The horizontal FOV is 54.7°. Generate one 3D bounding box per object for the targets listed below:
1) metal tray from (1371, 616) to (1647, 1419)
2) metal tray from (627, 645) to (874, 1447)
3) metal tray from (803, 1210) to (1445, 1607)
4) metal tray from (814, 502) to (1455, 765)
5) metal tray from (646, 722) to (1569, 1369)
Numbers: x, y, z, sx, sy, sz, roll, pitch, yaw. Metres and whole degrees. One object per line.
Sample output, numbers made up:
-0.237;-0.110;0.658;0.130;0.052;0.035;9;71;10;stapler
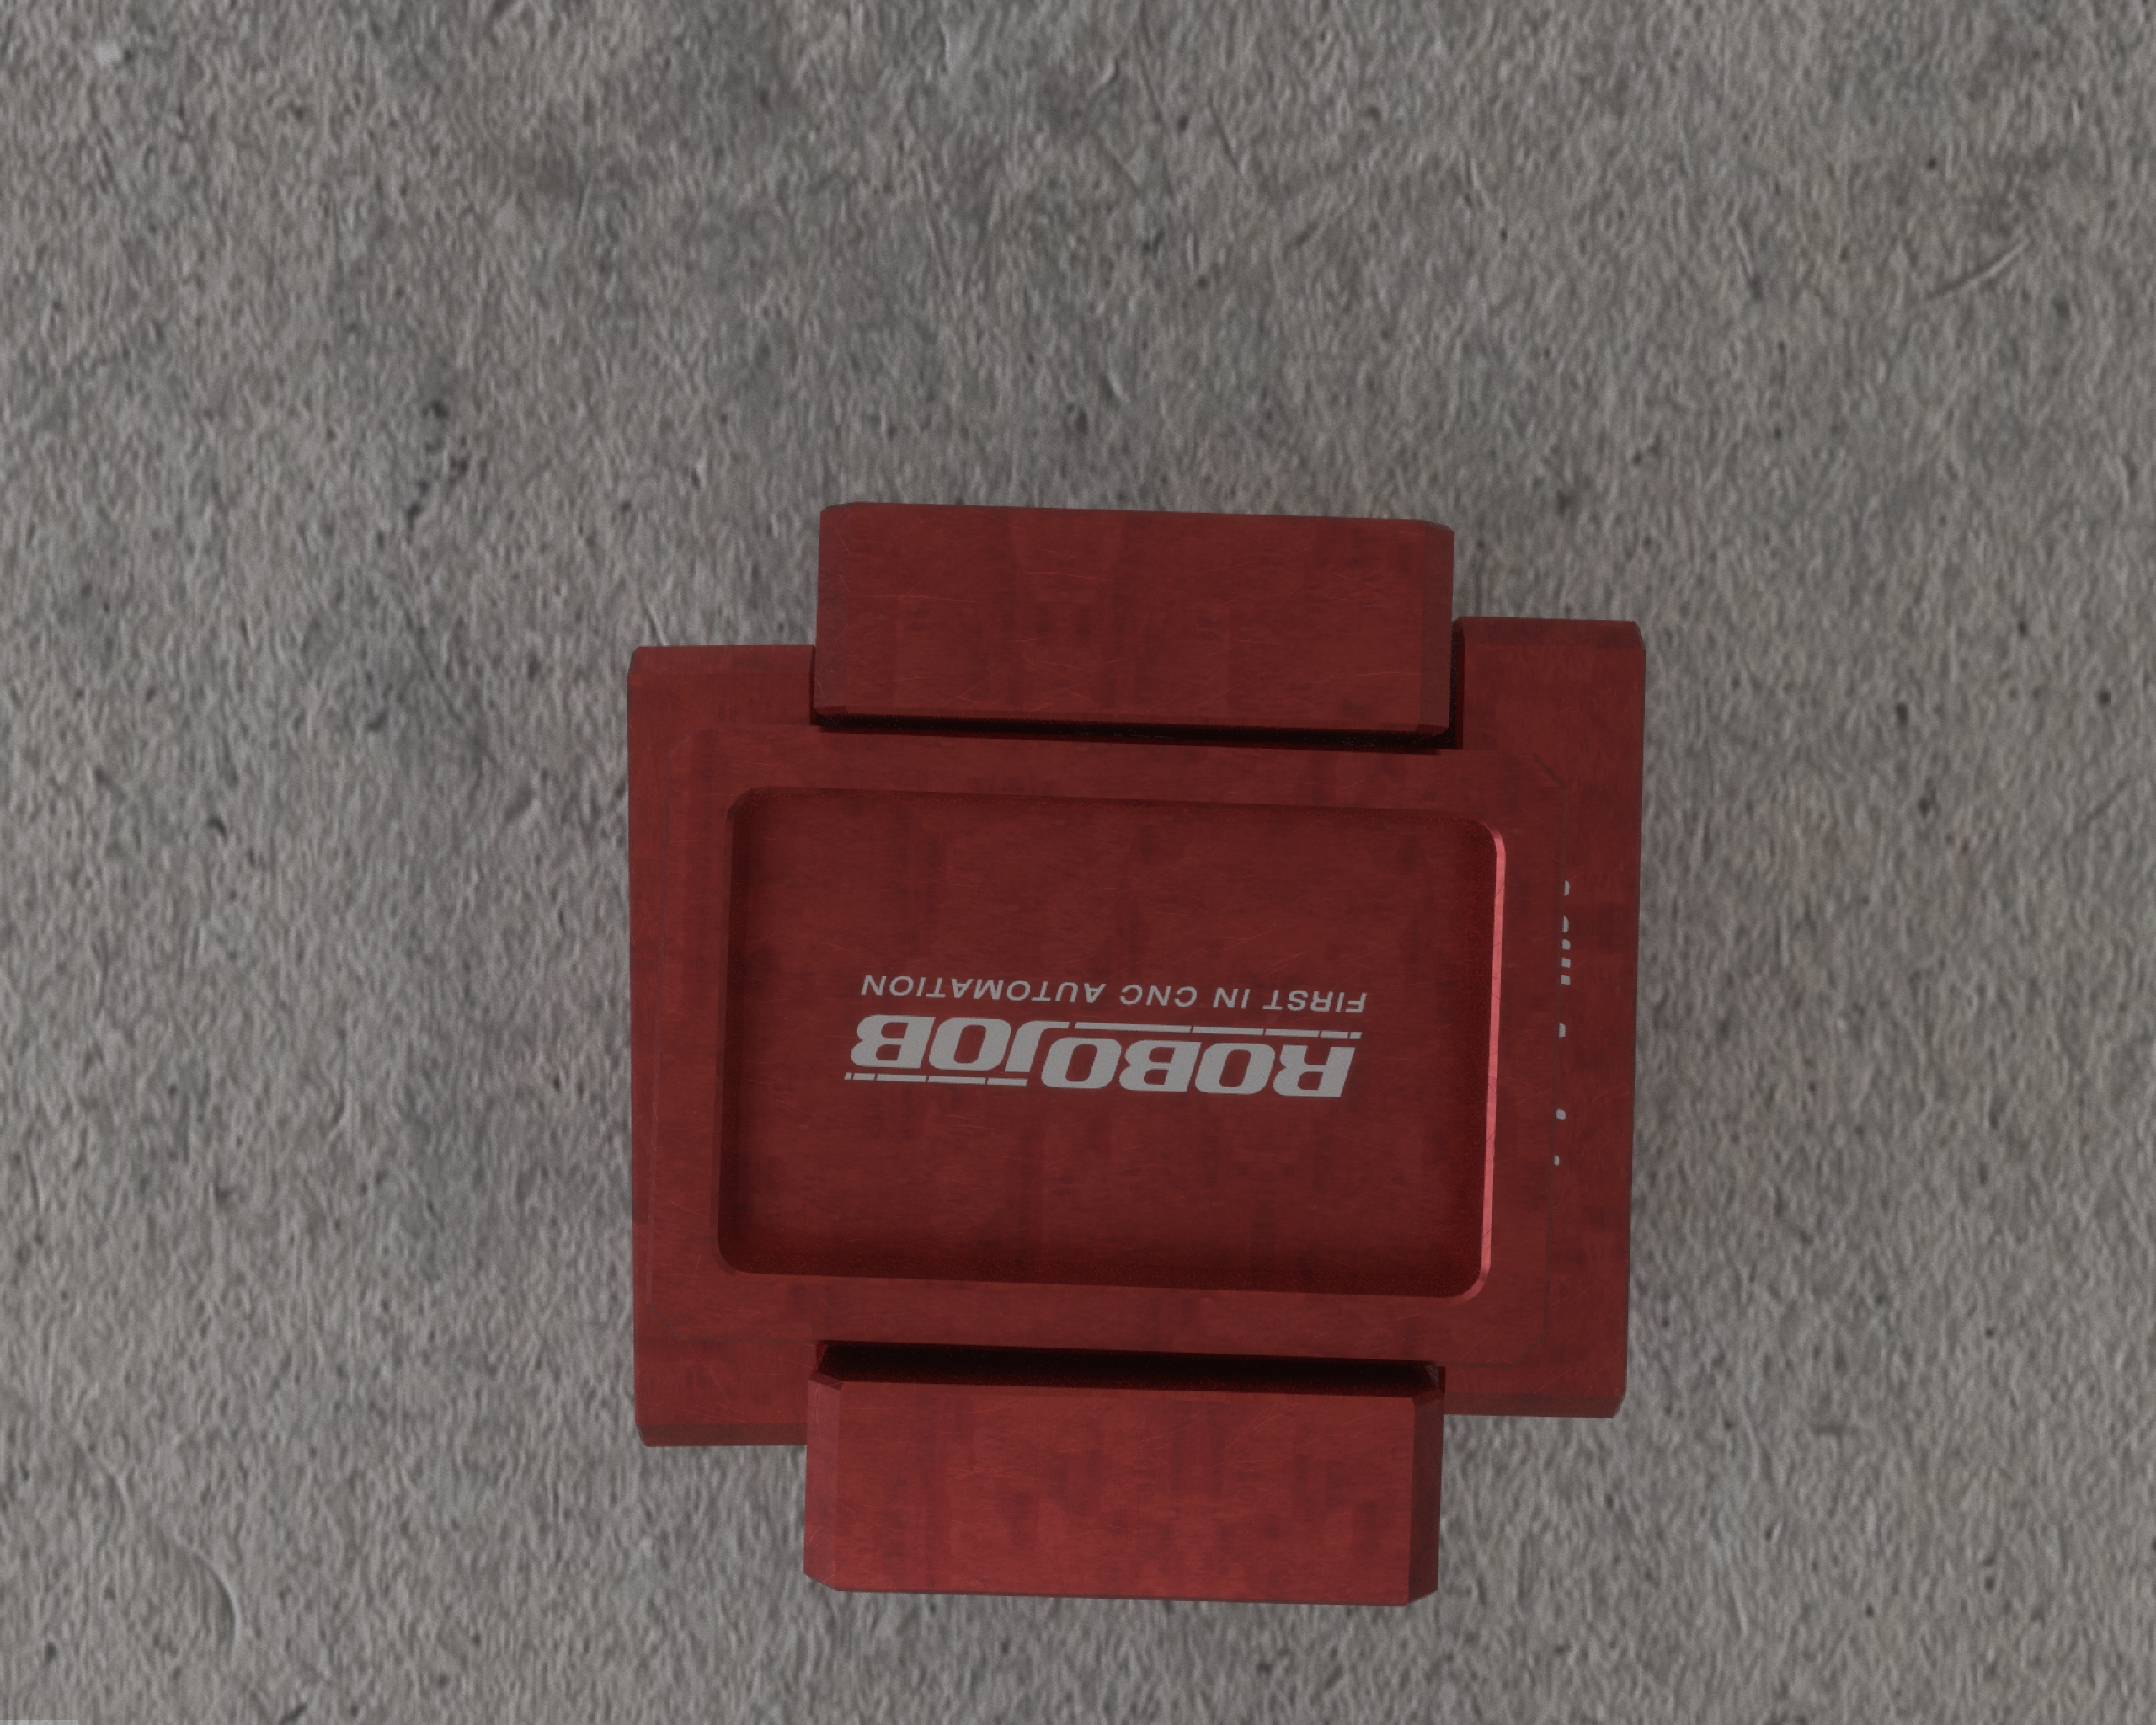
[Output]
0.074;0.025;0.377;0.030;0.090;0.129;2;90;0;metal tray
-0.056;0.029;0.376;0.030;0.090;0.129;-1;90;0;metal tray
0.007;0.086;0.357;0.091;0.130;0.030;2;92;0;metal tray
0.008;-0.034;0.357;0.091;0.130;0.030;2;90;0;metal tray
0.004;0.026;0.316;0.131;0.030;0.089;2;90;0;metal tray
